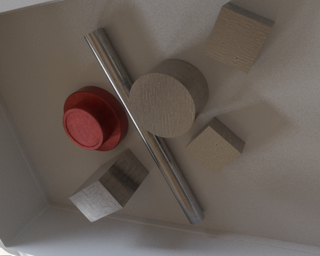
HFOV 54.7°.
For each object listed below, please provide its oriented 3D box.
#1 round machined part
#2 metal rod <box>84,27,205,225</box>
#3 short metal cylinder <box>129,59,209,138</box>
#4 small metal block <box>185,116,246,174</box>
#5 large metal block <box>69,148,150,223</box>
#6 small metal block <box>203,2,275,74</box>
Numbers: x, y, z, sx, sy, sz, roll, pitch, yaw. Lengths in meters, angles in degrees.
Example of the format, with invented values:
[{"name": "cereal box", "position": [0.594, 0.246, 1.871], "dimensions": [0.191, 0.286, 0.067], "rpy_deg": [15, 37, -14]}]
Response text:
[{"name": "round machined part", "position": [-0.099, -0.007, 0.443], "dimensions": [0.098, 0.042, 0.097], "rpy_deg": [13, 124, 20]}, {"name": "metal rod", "position": [-0.013, 0.009, 0.419], "dimensions": [0.025, 0.025, 0.299], "rpy_deg": [-17, 110, 34]}, {"name": "short metal cylinder", "position": [0.011, -0.035, 0.364], "dimensions": [0.080, 0.050, 0.079], "rpy_deg": [13, 124, 20]}, {"name": "small metal block", "position": [0.068, 0.022, 0.386], "dimensions": [0.050, 0.025, 0.050], "rpy_deg": [41, 129, -1]}, {"name": "large metal block", "position": [-0.075, 0.085, 0.463], "dimensions": [0.080, 0.080, 0.050], "rpy_deg": [-33, 100, 38]}, {"name": "small metal block", "position": [0.078, -0.090, 0.311], "dimensions": [0.050, 0.025, 0.050], "rpy_deg": [28, 128, 10]}]
